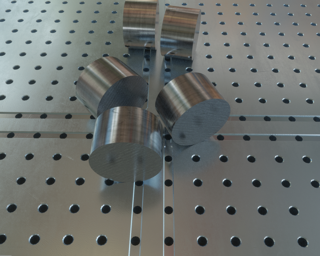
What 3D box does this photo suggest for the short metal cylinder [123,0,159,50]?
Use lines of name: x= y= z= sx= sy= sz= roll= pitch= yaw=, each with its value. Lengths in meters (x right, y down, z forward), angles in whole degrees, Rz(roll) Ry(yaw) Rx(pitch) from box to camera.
short metal cylinder: x=-0.030 y=-0.172 z=0.516 sx=0.050 sy=0.080 sz=0.080 roll=4 pitch=50 yaw=3

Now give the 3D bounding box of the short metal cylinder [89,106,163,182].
short metal cylinder: x=-0.037 y=0.020 z=0.354 sx=0.081 sy=0.080 sz=0.050 roll=0 pitch=50 yaw=0

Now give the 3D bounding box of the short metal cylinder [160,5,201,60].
short metal cylinder: x=0.034 y=-0.153 z=0.501 sx=0.050 sy=0.080 sz=0.080 roll=11 pitch=51 yaw=8

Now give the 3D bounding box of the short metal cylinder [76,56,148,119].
short metal cylinder: x=-0.063 y=-0.047 z=0.411 sx=0.080 sy=0.080 sz=0.050 roll=-33 pitch=58 yaw=-25

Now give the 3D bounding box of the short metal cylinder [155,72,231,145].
short metal cylinder: x=0.041 y=-0.023 z=0.392 sx=0.081 sy=0.080 sz=0.050 roll=-18 pitch=53 yaw=-15
